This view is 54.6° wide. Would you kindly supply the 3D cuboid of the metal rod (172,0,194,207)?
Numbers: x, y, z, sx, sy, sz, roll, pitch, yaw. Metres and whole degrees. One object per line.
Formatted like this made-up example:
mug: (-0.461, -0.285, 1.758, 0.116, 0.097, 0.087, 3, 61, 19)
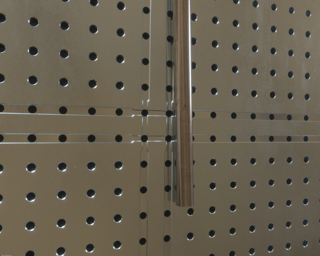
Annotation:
metal rod: (0.031, -0.045, 0.423, 0.025, 0.025, 0.298, -1, 90, -20)
